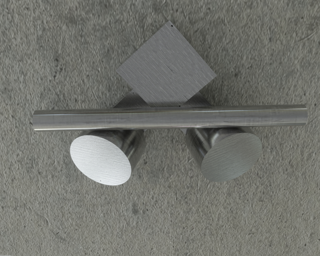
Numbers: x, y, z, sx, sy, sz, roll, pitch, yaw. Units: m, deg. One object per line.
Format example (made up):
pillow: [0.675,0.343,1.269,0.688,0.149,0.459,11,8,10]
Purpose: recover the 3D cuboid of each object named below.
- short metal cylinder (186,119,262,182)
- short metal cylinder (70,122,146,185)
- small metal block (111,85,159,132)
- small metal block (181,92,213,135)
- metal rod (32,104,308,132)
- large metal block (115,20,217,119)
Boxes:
short metal cylinder: [0.079,0.022,0.392,0.081,0.050,0.079,-12,130,-14]
short metal cylinder: [-0.064,0.026,0.391,0.080,0.050,0.079,11,129,14]
small metal block: [-0.030,-0.023,0.402,0.050,0.025,0.050,-42,105,12]
small metal block: [0.042,-0.021,0.403,0.050,0.025,0.050,-41,105,13]
metal rod: [0.011,-0.011,0.352,0.302,0.025,0.025,-1,110,0]
large metal block: [0.007,-0.070,0.370,0.080,0.050,0.080,-40,106,13]
